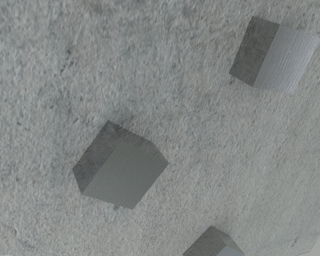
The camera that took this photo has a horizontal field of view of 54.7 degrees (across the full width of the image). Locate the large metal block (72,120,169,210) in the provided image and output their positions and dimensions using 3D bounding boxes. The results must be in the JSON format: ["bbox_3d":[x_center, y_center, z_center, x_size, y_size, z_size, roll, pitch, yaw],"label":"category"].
[{"bbox_3d":[-0.050,0.049,0.395,0.080,0.050,0.080,30,102,-38],"label":"large metal block"}]

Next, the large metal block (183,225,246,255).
[{"bbox_3d":[0.106,0.248,0.605,0.080,0.050,0.080,-47,130,5],"label":"large metal block"}]

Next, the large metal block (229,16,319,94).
[{"bbox_3d":[0.153,-0.096,0.417,0.081,0.050,0.079,4,117,-31],"label":"large metal block"}]
